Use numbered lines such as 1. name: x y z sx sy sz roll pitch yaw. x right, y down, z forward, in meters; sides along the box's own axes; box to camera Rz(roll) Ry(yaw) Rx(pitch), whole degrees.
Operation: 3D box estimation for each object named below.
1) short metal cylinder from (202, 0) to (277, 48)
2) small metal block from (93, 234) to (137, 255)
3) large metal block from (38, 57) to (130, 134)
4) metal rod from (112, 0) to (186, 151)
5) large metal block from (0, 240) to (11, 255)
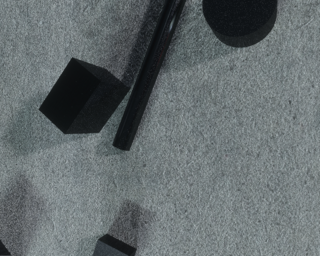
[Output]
1. short metal cylinder: 0.094 -0.140 0.362 0.080 0.050 0.079 0 90 19
2. small metal block: -0.067 0.185 0.431 0.050 0.025 0.050 20 97 18
3. large metal block: -0.097 -0.039 0.413 0.050 0.080 0.080 40 103 15
4. metal rod: 0.000 -0.111 0.408 0.025 0.025 0.298 23 98 18
5. large metal block: -0.287 0.227 0.494 0.080 0.050 0.080 45 104 14
